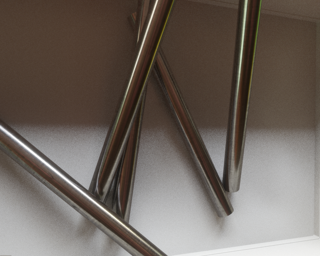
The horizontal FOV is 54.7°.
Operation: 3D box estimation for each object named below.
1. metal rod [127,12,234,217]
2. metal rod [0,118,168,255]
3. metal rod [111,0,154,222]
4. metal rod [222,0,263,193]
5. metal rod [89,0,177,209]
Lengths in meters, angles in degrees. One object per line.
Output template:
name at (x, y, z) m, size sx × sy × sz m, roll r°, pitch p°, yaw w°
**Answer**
metal rod at (0.031, -0.013, 0.421) m, size 0.025 × 0.025 × 0.299 m, roll -28°, pitch 99°, yaw -18°
metal rod at (-0.102, 0.071, 0.350) m, size 0.300 × 0.025 × 0.025 m, roll 41°, pitch 77°, yaw -7°
metal rod at (-0.032, -0.020, 0.382) m, size 0.025 × 0.025 × 0.298 m, roll 7°, pitch 94°, yaw -20°
metal rod at (0.101, -0.047, 0.385) m, size 0.025 × 0.025 × 0.298 m, roll -11°, pitch 118°, yaw -20°
metal rod at (-0.031, -0.038, 0.349) m, size 0.025 × 0.025 × 0.298 m, roll 16°, pitch 103°, yaw -20°
